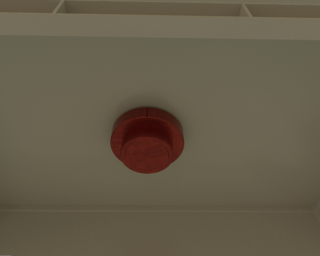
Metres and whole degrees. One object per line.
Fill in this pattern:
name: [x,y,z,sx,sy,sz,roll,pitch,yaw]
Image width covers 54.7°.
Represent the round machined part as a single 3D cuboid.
round machined part: [-0.017,0.023,0.413,0.099,0.042,0.097,-1,130,0]
